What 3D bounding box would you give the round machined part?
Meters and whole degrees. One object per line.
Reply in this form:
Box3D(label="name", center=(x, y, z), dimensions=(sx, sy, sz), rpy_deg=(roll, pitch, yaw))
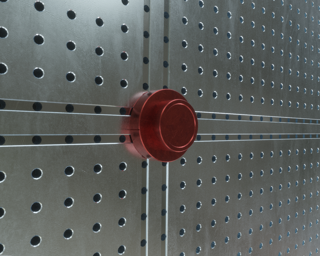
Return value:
Box3D(label="round machined part", center=(0.012, -0.003, 0.410), dimensions=(0.099, 0.042, 0.097), rpy_deg=(0, 90, -40))
